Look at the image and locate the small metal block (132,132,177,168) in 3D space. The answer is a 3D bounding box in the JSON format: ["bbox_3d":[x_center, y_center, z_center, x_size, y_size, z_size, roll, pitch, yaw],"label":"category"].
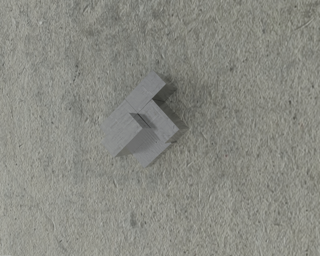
[{"bbox_3d":[-0.015,0.018,0.415,0.050,0.025,0.050,-44,77,14],"label":"small metal block"}]

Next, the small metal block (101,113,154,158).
[{"bbox_3d":[-0.036,0.008,0.382,0.050,0.050,0.025,-45,76,14],"label":"small metal block"}]

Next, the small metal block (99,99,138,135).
[{"bbox_3d":[-0.044,-0.010,0.411,0.050,0.050,0.025,-45,76,14],"label":"small metal block"}]

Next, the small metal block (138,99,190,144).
[{"bbox_3d":[0.006,-0.008,0.394,0.025,0.050,0.050,-45,77,14],"label":"small metal block"}]

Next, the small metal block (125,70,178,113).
[{"bbox_3d":[-0.010,-0.044,0.399,0.050,0.050,0.025,-45,76,14],"label":"small metal block"}]
